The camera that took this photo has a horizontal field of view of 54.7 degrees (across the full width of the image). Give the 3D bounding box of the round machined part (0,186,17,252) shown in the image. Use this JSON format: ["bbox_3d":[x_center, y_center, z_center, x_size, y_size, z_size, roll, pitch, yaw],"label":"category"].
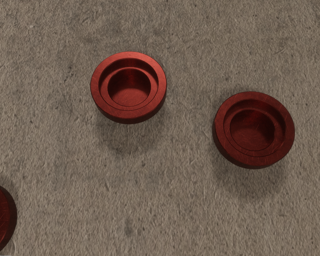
[{"bbox_3d":[-0.224,0.107,0.357,0.099,0.042,0.098,0,70,-1],"label":"round machined part"}]

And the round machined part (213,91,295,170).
[{"bbox_3d":[0.116,0.006,0.398,0.099,0.042,0.098,0,70,-1],"label":"round machined part"}]

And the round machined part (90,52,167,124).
[{"bbox_3d":[-0.040,-0.050,0.417,0.099,0.042,0.098,0,70,-1],"label":"round machined part"}]
